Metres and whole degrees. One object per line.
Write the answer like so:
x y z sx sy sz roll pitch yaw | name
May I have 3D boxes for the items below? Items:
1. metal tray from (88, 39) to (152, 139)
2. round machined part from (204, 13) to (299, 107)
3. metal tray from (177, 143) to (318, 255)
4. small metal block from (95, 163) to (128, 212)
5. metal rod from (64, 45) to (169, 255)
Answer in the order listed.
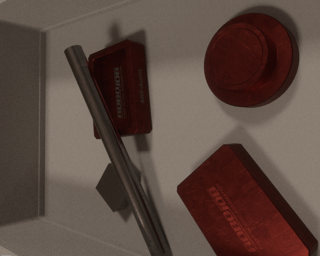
-0.060 -0.052 0.450 0.090 0.030 0.129 -9 84 39 | metal tray
0.087 -0.071 0.323 0.098 0.042 0.097 0 90 39 | round machined part
0.086 0.092 0.332 0.090 0.030 0.130 -48 62 29 | metal tray
-0.063 0.086 0.456 0.050 0.025 0.050 44 116 30 | small metal block
-0.060 0.027 0.418 0.025 0.025 0.299 -28 84 36 | metal rod
